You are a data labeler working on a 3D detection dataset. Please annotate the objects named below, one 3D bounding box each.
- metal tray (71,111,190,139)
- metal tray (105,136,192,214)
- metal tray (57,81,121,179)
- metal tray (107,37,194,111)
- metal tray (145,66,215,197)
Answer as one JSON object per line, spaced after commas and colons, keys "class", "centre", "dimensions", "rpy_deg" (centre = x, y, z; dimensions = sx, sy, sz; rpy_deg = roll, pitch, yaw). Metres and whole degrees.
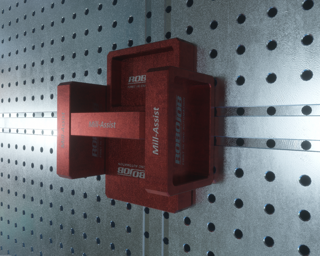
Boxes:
{"class": "metal tray", "centre": [-0.039, -0.004, 0.395], "dimensions": [0.130, 0.091, 0.030], "rpy_deg": [1, 91, 39]}
{"class": "metal tray", "centre": [-0.020, 0.057, 0.418], "dimensions": [0.130, 0.030, 0.089], "rpy_deg": [1, 91, 39]}
{"class": "metal tray", "centre": [-0.100, 0.003, 0.446], "dimensions": [0.030, 0.091, 0.129], "rpy_deg": [1, 91, 40]}
{"class": "metal tray", "centre": [-0.018, -0.064, 0.418], "dimensions": [0.130, 0.030, 0.089], "rpy_deg": [1, 91, 39]}
{"class": "metal tray", "centre": [0.025, 0.003, 0.344], "dimensions": [0.030, 0.091, 0.129], "rpy_deg": [1, 91, 40]}
